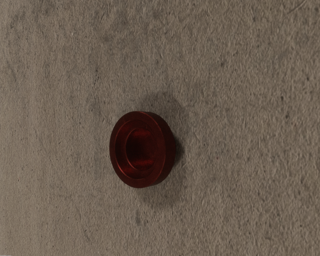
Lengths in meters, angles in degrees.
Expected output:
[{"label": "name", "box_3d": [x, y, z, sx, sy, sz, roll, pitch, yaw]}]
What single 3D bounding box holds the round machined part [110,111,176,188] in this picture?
[{"label": "round machined part", "box_3d": [-0.018, 0.027, 0.407, 0.098, 0.042, 0.097, 0, 90, 39]}]
